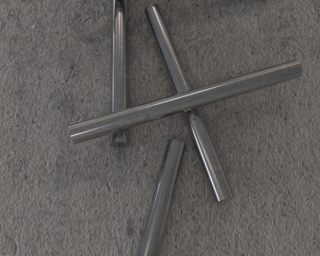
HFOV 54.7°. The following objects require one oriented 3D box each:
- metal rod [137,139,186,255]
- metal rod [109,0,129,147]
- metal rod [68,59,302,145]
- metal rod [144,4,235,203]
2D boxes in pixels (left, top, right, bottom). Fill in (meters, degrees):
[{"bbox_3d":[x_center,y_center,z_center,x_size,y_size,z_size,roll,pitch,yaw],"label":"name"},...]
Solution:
[{"bbox_3d":[-0.016,0.155,0.351,0.025,0.025,0.299,14,70,5],"label":"metal rod"},{"bbox_3d":[-0.059,-0.119,0.450,0.025,0.025,0.299,-2,70,-1],"label":"metal rod"},{"bbox_3d":[0.037,-0.035,0.393,0.302,0.025,0.025,-17,71,-6],"label":"metal rod"},{"bbox_3d":[0.033,-0.047,0.425,0.025,0.025,0.299,-17,71,-6],"label":"metal rod"}]
